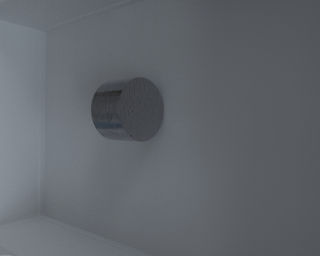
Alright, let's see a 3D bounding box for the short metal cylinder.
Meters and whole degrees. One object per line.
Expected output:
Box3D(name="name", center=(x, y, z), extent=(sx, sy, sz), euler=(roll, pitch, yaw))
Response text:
Box3D(name="short metal cylinder", center=(-0.040, -0.023, 0.399), extent=(0.050, 0.081, 0.079), euler=(0, 90, 40))
